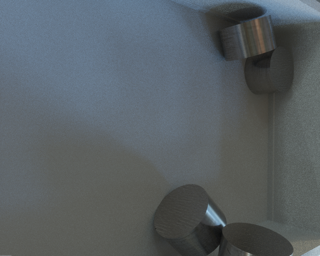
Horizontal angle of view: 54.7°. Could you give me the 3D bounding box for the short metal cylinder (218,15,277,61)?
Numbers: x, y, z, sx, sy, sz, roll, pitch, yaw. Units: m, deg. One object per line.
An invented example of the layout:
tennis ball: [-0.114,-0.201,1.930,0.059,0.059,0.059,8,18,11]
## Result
short metal cylinder: [0.138,-0.141,0.489,0.081,0.080,0.050,-27,108,-37]

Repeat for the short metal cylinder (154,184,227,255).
short metal cylinder: [0.040,0.121,0.407,0.050,0.080,0.080,52,59,-28]

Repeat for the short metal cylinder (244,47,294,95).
short metal cylinder: [0.198,-0.102,0.559,0.081,0.050,0.079,0,90,-40]

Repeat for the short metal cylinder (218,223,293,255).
short metal cylinder: [0.110,0.154,0.366,0.081,0.080,0.050,1,101,-40]
